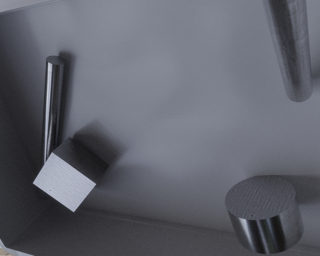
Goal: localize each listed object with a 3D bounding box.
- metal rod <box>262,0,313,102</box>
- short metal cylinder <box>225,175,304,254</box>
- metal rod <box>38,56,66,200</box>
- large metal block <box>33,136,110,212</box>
[{"bbox_3d":[0.075,-0.083,0.188,0.025,0.025,0.301,0,163,28],"label":"metal rod"},{"bbox_3d":[0.124,0.101,0.370,0.080,0.080,0.050,-8,114,31],"label":"short metal cylinder"},{"bbox_3d":[-0.183,0.019,0.513,0.025,0.025,0.298,28,128,10],"label":"metal rod"},{"bbox_3d":[-0.143,0.075,0.499,0.080,0.050,0.080,37,120,-4],"label":"large metal block"}]
